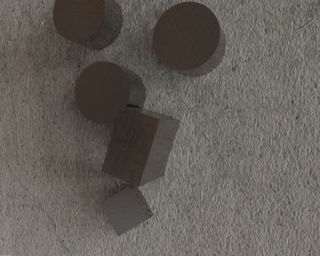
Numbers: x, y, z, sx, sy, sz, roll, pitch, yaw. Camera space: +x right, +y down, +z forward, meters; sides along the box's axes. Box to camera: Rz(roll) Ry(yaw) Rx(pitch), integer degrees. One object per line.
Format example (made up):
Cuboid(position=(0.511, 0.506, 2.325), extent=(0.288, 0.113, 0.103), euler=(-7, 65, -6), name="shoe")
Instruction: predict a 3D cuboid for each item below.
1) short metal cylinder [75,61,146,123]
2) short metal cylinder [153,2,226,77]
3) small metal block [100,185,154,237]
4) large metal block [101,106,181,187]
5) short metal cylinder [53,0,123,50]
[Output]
Cuboid(position=(-0.066, -0.046, 0.419), extent=(0.080, 0.050, 0.079), euler=(0, 90, 20), name="short metal cylinder")
Cuboid(position=(0.038, -0.107, 0.382), extent=(0.080, 0.050, 0.079), euler=(0, 90, 20), name="short metal cylinder")
Cuboid(position=(-0.045, 0.112, 0.425), extent=(0.050, 0.025, 0.050), euler=(-34, 79, 16), name="small metal block")
Cuboid(position=(-0.021, 0.020, 0.387), extent=(0.050, 0.080, 0.080), euler=(20, 97, 19), name="large metal block")
Cuboid(position=(-0.099, -0.154, 0.431), extent=(0.080, 0.050, 0.079), euler=(0, 90, 20), name="short metal cylinder")
